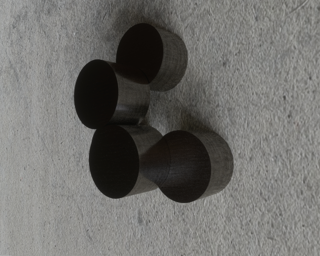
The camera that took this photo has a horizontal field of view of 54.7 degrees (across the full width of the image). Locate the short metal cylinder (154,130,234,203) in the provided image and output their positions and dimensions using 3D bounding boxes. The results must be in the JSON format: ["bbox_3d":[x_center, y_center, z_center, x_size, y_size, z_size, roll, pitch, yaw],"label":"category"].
[{"bbox_3d":[0.037,0.042,0.359,0.080,0.050,0.080,0,90,40],"label":"short metal cylinder"}]

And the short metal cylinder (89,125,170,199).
[{"bbox_3d":[-0.035,0.036,0.353,0.080,0.050,0.080,0,90,39],"label":"short metal cylinder"}]

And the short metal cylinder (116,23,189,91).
[{"bbox_3d":[-0.011,-0.088,0.399,0.080,0.050,0.080,0,90,40],"label":"short metal cylinder"}]

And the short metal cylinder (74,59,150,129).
[{"bbox_3d":[-0.058,-0.038,0.372,0.080,0.050,0.080,0,90,40],"label":"short metal cylinder"}]

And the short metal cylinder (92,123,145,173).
[{"bbox_3d":[-0.051,0.030,0.432,0.080,0.050,0.080,0,90,40],"label":"short metal cylinder"}]
